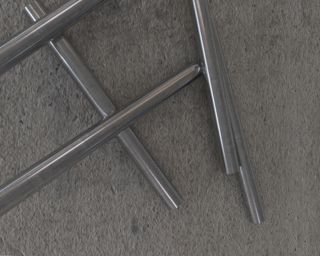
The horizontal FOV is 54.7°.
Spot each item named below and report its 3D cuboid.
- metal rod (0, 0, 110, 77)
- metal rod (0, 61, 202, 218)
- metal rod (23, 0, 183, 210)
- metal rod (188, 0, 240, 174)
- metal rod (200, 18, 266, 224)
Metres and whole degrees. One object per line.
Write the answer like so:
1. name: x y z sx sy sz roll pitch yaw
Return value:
1. metal rod: -0.072 -0.157 0.363 0.301 0.025 0.025 -45 104 -22
2. metal rod: -0.058 -0.001 0.355 0.302 0.025 0.025 -37 102 -28
3. metal rod: -0.063 -0.019 0.385 0.025 0.025 0.299 -38 102 -16
4. metal rod: 0.068 -0.084 0.416 0.025 0.025 0.298 -16 98 -19
5. metal rod: 0.105 -0.006 0.447 0.025 0.025 0.298 -18 96 -19
